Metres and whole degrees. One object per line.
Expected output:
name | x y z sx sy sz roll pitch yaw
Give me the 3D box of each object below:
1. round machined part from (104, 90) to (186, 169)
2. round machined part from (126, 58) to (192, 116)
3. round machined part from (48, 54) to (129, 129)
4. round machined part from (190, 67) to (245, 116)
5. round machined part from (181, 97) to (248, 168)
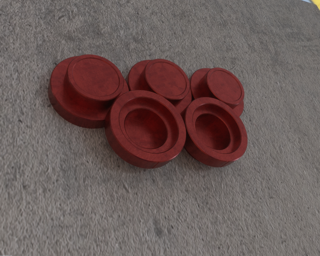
round machined part | -0.021 0.005 0.381 0.099 0.042 0.098 14 56 -21
round machined part | 0.002 -0.057 0.432 0.099 0.042 0.098 14 56 -21
round machined part | -0.084 -0.052 0.382 0.099 0.042 0.098 14 56 -21
round machined part | 0.090 -0.054 0.478 0.099 0.042 0.098 14 56 -21
round machined part | 0.068 0.009 0.427 0.099 0.042 0.098 14 56 -21
